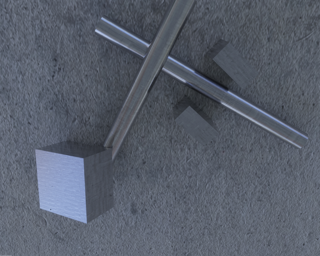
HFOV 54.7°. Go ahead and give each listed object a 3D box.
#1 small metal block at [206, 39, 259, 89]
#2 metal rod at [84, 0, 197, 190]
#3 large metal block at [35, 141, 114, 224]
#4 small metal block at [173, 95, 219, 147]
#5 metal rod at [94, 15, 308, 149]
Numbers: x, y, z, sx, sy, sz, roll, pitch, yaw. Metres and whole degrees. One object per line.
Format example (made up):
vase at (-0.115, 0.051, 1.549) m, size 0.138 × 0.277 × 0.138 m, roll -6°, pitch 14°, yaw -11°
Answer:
small metal block at (0.085, -0.078, 0.369) m, size 0.050 × 0.050 × 0.025 m, roll 41°, pitch 105°, yaw -14°
metal rod at (-0.039, -0.019, 0.383) m, size 0.025 × 0.025 × 0.298 m, roll 25°, pitch 115°, yaw -9°
large metal block at (-0.108, 0.065, 0.395) m, size 0.080 × 0.050 × 0.079 m, roll 6°, pitch 103°, yaw 29°
small metal block at (0.044, -0.010, 0.393) m, size 0.050 × 0.050 × 0.025 m, roll 41°, pitch 105°, yaw -14°
metal rod at (0.060, -0.052, 0.391) m, size 0.301 × 0.025 × 0.025 m, roll 28°, pitch 108°, yaw -11°
